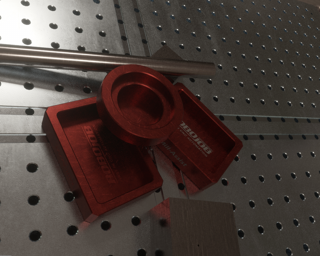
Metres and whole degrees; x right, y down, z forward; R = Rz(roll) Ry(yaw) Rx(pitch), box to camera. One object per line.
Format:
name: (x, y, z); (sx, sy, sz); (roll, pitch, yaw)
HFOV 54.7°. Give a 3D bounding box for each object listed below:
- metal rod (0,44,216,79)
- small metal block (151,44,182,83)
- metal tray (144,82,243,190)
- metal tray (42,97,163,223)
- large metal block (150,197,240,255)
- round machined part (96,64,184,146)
metal rod: (-0.064, -0.085, 0.405); (0.303, 0.025, 0.025); (0, 62, -21)
small metal block: (0.009, -0.093, 0.471); (0.050, 0.025, 0.050); (41, 51, -1)
metal tray: (0.042, 0.008, 0.424); (0.130, 0.030, 0.090); (45, 51, 3)
metal tray: (-0.066, 0.028, 0.353); (0.091, 0.030, 0.130); (-18, 72, -35)
large metal block: (0.037, 0.125, 0.337); (0.081, 0.050, 0.080); (11, 57, -23)
round machined part: (-0.026, -0.023, 0.359); (0.099, 0.042, 0.098); (14, 56, -21)
